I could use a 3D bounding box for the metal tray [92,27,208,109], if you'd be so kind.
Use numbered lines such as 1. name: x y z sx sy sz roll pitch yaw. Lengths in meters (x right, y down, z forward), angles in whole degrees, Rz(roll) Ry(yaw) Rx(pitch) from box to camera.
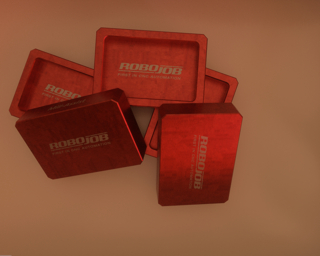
1. metal tray: -0.012 -0.069 0.377 0.131 0.030 0.089 4 90 -1

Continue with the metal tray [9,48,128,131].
1. metal tray: -0.115 -0.038 0.404 0.131 0.030 0.090 20 90 -1

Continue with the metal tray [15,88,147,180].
1. metal tray: -0.092 0.011 0.372 0.130 0.030 0.090 -12 120 15

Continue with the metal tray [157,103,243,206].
1. metal tray: 0.043 0.034 0.376 0.091 0.030 0.129 -1 119 -6

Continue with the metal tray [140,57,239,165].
1. metal tray: 0.037 -0.016 0.408 0.090 0.030 0.129 19 90 -1
